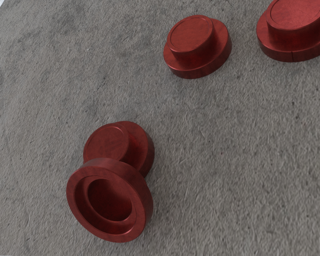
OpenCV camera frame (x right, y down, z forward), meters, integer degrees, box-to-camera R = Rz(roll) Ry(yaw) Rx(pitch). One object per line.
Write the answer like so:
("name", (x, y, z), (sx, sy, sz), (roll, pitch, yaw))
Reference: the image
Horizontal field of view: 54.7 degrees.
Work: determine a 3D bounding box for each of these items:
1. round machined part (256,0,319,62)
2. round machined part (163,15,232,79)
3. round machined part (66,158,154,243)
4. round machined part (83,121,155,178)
("round machined part", (0.170, -0.133, 0.385), (0.098, 0.042, 0.098), (-13, 56, 21))
("round machined part", (0.049, -0.122, 0.442), (0.098, 0.042, 0.098), (-13, 56, 21))
("round machined part", (-0.052, 0.077, 0.351), (0.098, 0.097, 0.042), (-6, 20, 25))
("round machined part", (-0.060, 0.033, 0.405), (0.098, 0.042, 0.098), (-13, 56, 21))
